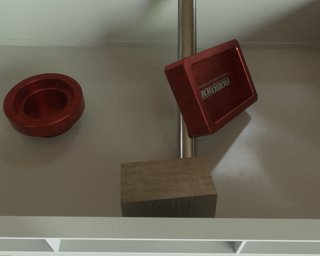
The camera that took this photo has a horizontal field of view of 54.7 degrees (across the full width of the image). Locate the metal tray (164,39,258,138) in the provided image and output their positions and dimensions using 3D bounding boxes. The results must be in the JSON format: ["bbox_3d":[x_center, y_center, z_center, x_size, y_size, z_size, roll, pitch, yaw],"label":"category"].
[{"bbox_3d":[0.070,-0.054,0.389,0.030,0.090,0.131,-14,13,45],"label":"metal tray"}]

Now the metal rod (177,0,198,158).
[{"bbox_3d":[0.036,-0.098,0.407,0.025,0.025,0.299,1,76,0],"label":"metal rod"}]

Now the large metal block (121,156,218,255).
[{"bbox_3d":[0.006,0.077,0.298,0.081,0.079,0.050,-5,34,-4],"label":"large metal block"}]

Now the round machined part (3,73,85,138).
[{"bbox_3d":[-0.150,-0.026,0.414,0.099,0.042,0.098,0,50,0],"label":"round machined part"}]
